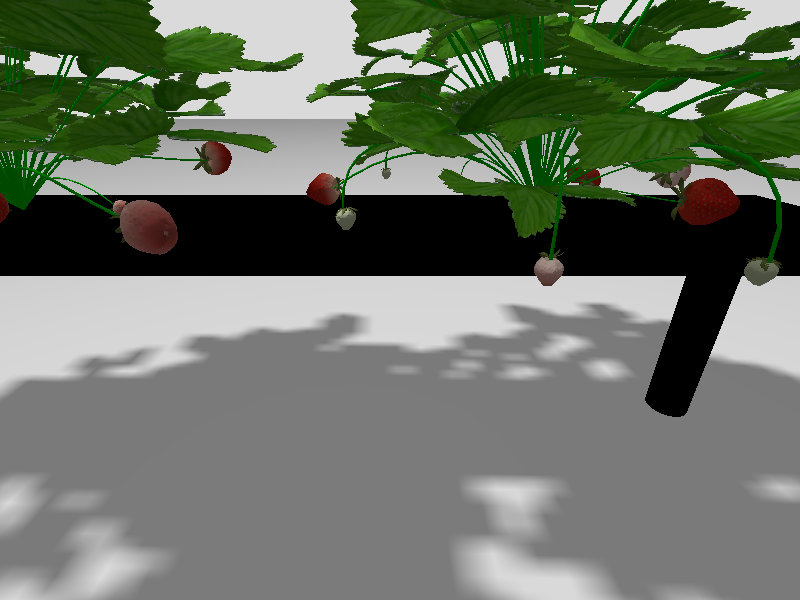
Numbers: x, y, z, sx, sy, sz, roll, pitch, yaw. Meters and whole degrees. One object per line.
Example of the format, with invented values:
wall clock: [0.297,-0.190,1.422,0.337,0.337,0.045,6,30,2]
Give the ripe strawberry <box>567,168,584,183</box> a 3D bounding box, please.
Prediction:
ripe strawberry: [0.202,-0.143,0.459,0.021,0.019,0.019,16,8,29]

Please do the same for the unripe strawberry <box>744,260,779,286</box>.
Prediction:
unripe strawberry: [0.174,-0.013,0.193,0.012,0.012,0.012,-8,27,-16]

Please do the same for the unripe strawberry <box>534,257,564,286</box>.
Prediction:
unripe strawberry: [0.074,-0.014,0.200,0.014,0.015,0.015,7,27,14]

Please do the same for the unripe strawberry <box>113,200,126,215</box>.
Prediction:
unripe strawberry: [-0.216,-0.070,0.314,0.014,0.015,0.013,21,30,9]

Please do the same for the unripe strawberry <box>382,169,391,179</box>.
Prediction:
unripe strawberry: [-0.016,-0.143,0.453,0.010,0.011,0.011,21,33,37]

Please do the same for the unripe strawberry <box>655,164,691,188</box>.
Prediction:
unripe strawberry: [0.298,-0.140,0.434,0.035,0.036,0.032,-13,29,-27]

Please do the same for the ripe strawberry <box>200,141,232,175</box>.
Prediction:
ripe strawberry: [-0.235,-0.183,0.516,0.036,0.041,0.040,12,28,23]

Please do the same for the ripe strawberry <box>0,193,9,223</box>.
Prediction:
ripe strawberry: [-0.303,-0.065,0.282,0.037,0.039,0.040,-9,28,-19]

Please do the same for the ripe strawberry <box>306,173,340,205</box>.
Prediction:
ripe strawberry: [-0.070,-0.100,0.363,0.030,0.029,0.027,-6,25,9]

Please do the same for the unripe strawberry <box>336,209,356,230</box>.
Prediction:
unripe strawberry: [-0.039,-0.059,0.294,0.015,0.015,0.014,-9,27,-18]

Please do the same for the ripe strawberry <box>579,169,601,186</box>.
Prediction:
ripe strawberry: [0.200,-0.125,0.418,0.020,0.023,0.022,23,34,39]

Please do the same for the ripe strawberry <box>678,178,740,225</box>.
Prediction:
ripe strawberry: [0.227,-0.071,0.293,0.035,0.034,0.038,13,29,24]

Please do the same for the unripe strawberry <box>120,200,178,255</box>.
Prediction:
unripe strawberry: [-0.146,-0.042,0.235,0.031,0.032,0.029,16,30,29]
